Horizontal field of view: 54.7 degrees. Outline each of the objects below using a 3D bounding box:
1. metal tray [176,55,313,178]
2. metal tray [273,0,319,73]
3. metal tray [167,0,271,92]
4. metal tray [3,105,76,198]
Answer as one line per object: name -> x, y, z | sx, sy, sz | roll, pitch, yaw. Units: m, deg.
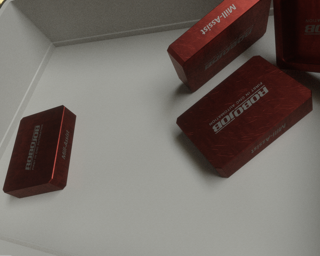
metal tray -> 0.095, -0.016, 0.362 | 0.130, 0.030, 0.090 | -39, 51, 1
metal tray -> 0.178, -0.101, 0.308 | 0.030, 0.089, 0.130 | -24, 26, -26
metal tray -> 0.076, -0.110, 0.387 | 0.130, 0.090, 0.030 | -40, 70, 1
metal tray -> -0.181, 0.035, 0.474 | 0.090, 0.030, 0.130 | -14, 56, 19
